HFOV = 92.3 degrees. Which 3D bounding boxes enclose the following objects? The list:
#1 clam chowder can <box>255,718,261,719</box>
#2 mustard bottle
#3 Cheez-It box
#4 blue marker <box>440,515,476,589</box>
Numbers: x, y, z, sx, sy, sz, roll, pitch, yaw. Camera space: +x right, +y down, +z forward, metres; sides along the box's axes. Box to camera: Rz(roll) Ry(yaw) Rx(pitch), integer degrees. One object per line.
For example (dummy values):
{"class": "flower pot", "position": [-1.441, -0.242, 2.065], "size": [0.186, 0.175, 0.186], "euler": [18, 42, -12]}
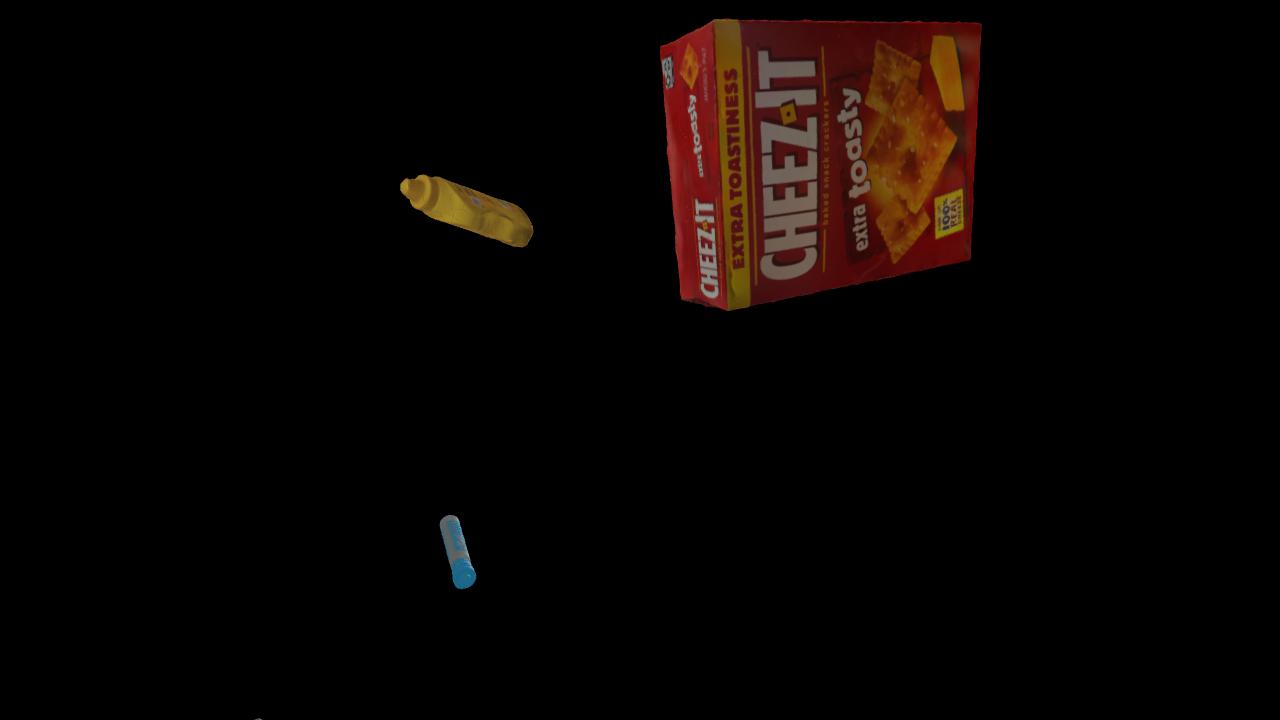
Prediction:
{"class": "clam chowder can", "position": [-0.309, 0.359, 0.502], "size": [0.068, 0.102, 0.068], "euler": [-36, 7, 5]}
{"class": "mustard bottle", "position": [-0.229, -0.199, 0.798], "size": [0.092, 0.054, 0.184], "euler": [46, 20, 26]}
{"class": "Cheez-It box", "position": [0.129, -0.136, 0.421], "size": [0.223, 0.166, 0.071], "euler": [-13, 18, -23]}
{"class": "blue marker", "position": [-0.166, 0.172, 0.556], "size": [0.020, 0.020, 0.121], "euler": [0, 9, -23]}
